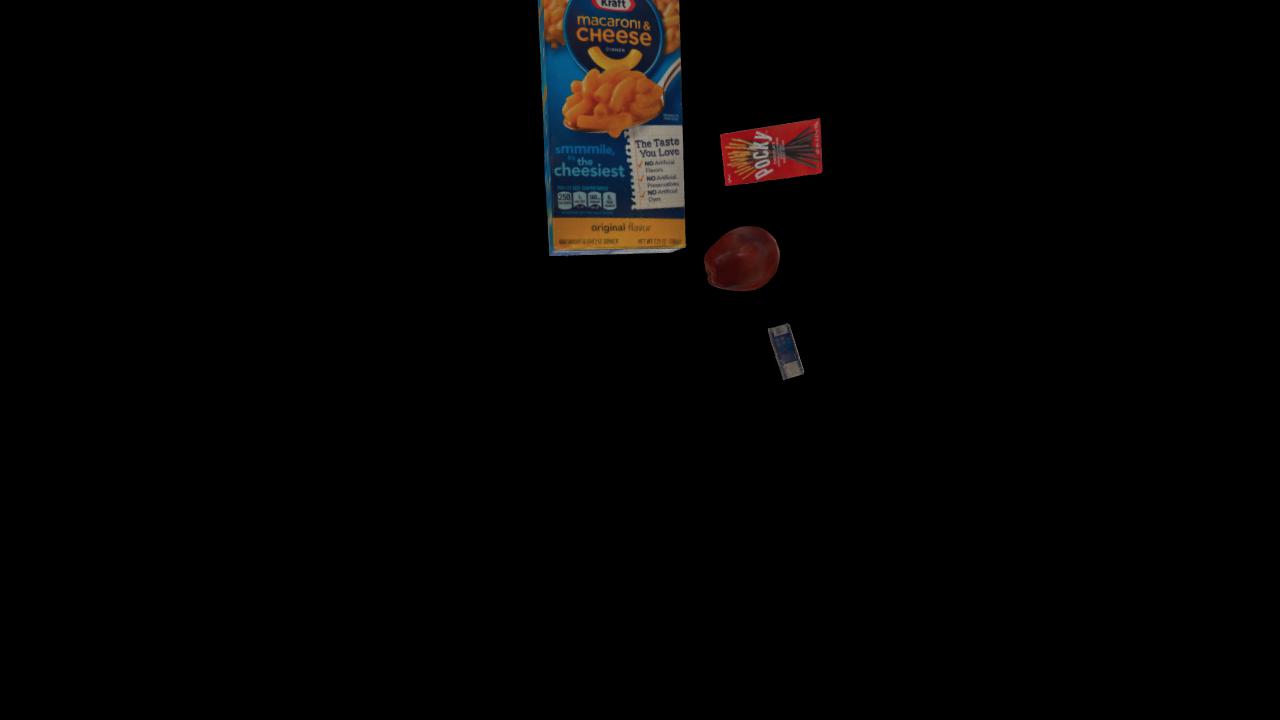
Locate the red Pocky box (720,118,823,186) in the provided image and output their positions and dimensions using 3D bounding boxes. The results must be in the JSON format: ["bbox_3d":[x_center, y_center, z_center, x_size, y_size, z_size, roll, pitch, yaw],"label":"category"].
[{"bbox_3d":[0.207,-0.326,0.972,0.155,0.083,0.028,-4,22,17],"label":"red Pocky box"}]

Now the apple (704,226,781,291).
[{"bbox_3d":[0.126,-0.122,0.751,0.093,0.079,0.079,-17,1,-4],"label":"apple"}]

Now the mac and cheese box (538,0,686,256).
[{"bbox_3d":[-0.019,-0.164,0.413,0.093,0.184,0.041,-4,5,-12],"label":"mac and cheese box"}]

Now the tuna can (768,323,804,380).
[{"bbox_3d":[0.224,-0.014,0.943,0.034,0.084,0.084,-18,-4,14],"label":"tuna can"}]
